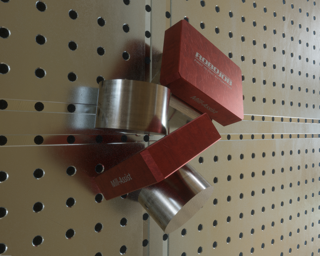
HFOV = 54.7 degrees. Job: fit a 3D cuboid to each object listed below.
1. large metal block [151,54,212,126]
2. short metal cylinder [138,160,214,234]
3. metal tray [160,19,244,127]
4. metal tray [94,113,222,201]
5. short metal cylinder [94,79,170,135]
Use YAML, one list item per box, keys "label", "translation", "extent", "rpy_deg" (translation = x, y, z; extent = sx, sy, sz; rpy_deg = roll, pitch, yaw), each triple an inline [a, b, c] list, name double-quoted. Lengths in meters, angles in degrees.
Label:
- label: "large metal block"
  translation: [0.034, -0.051, 0.421]
  extent: [0.080, 0.050, 0.080]
  rpy_deg: [27, 73, -37]
- label: "short metal cylinder"
  translation: [0.020, 0.083, 0.384]
  extent: [0.080, 0.050, 0.080]
  rpy_deg: [-35, 152, -21]
- label: "metal tray"
  translation: [0.059, -0.068, 0.405]
  extent: [0.131, 0.030, 0.090]
  rpy_deg: [28, 55, -36]
- label: "metal tray"
  translation: [-0.007, 0.034, 0.333]
  extent: [0.091, 0.129, 0.030]
  rpy_deg: [-30, 88, -36]
- label: "short metal cylinder"
  translation: [-0.030, -0.021, 0.348]
  extent: [0.081, 0.080, 0.050]
  rpy_deg: [8, 85, -40]
